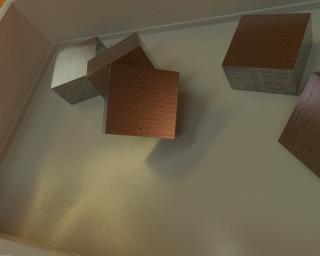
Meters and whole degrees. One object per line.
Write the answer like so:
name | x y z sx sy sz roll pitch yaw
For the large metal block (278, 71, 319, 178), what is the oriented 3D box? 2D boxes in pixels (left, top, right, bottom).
large metal block | 0.165 0.002 0.273 0.050 0.079 0.080 -15 45 -27

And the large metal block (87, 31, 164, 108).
large metal block | -0.043 -0.072 0.431 0.080 0.080 0.050 -28 37 10

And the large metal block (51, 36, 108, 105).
large metal block | -0.127 -0.094 0.514 0.080 0.050 0.080 -16 55 19

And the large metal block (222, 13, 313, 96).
large metal block | 0.132 -0.090 0.376 0.080 0.050 0.080 11 67 33

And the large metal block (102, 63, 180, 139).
large metal block | -0.025 -0.030 0.378 0.081 0.050 0.080 5 88 -15
